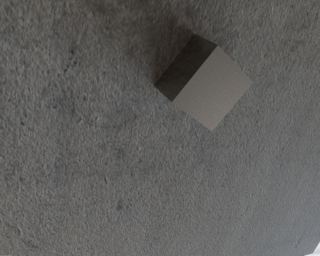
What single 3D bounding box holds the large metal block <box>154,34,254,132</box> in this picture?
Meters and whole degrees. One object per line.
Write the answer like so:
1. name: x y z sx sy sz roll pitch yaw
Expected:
1. large metal block: 0.054 -0.055 0.386 0.080 0.050 0.080 32 100 -38
